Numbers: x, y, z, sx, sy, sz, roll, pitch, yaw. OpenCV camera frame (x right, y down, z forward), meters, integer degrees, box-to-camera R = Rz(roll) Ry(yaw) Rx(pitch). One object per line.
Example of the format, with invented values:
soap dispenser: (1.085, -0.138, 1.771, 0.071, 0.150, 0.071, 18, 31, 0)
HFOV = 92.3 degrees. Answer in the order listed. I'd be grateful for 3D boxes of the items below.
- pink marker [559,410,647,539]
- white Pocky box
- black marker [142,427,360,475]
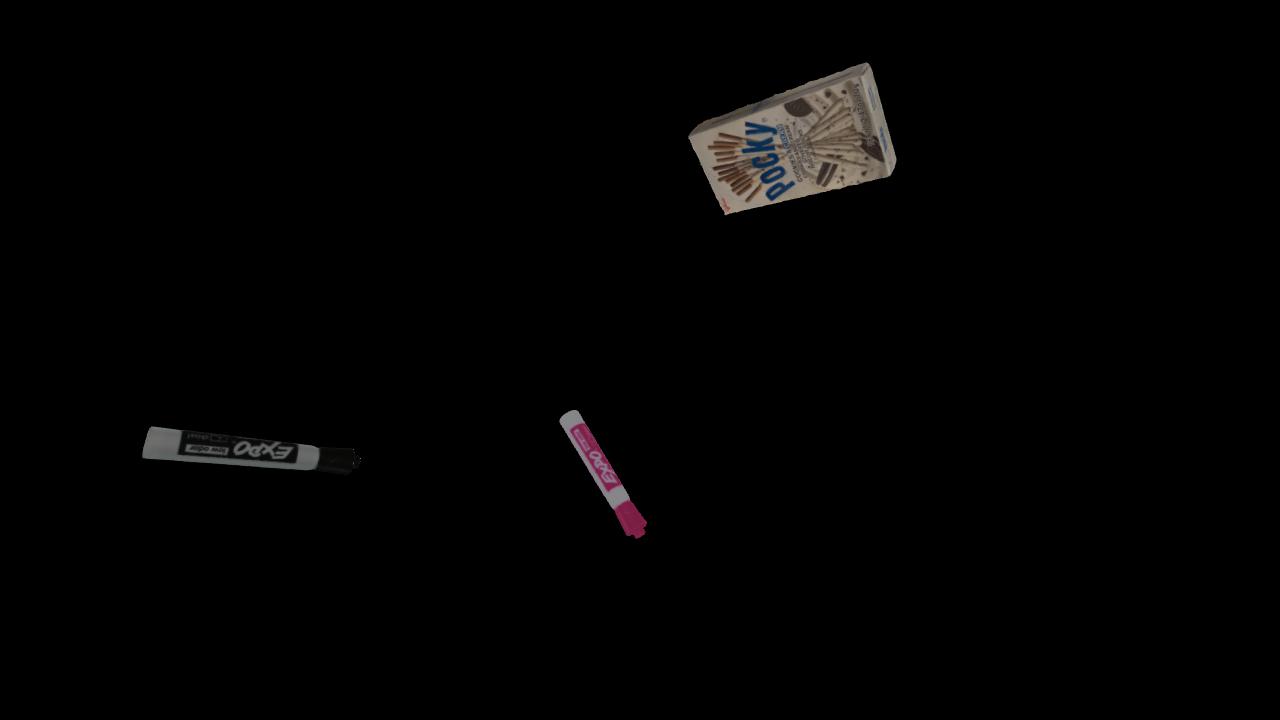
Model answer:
pink marker: (-0.031, 0.093, 0.507, 0.020, 0.121, 0.020, -28, -27, -15)
white Pocky box: (0.123, -0.176, 0.510, 0.154, 0.084, 0.028, -4, 40, 40)
black marker: (-0.245, 0.061, 0.399, 0.121, 0.020, 0.020, 16, -11, -41)
